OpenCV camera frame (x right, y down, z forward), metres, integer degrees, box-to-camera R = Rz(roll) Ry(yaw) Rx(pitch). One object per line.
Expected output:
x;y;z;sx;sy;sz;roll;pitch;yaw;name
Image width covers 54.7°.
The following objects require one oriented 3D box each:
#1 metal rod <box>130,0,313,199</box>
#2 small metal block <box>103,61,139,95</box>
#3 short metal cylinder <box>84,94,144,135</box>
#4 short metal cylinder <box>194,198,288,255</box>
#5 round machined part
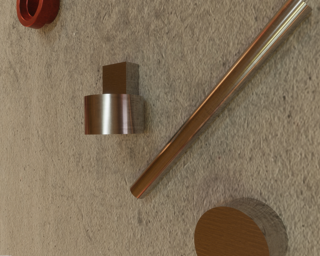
0.052;-0.016;0.361;0.298;0.025;0.025;-51;60;27;metal rod
-0.058;-0.067;0.453;0.050;0.025;0.050;0;90;40;small metal block
-0.062;-0.017;0.420;0.080;0.081;0.050;-2;89;40;short metal cylinder
0.083;0.116;0.320;0.080;0.050;0.079;0;90;40;short metal cylinder
-0.225;-0.234;0.580;0.098;0.042;0.097;0;90;40;round machined part
